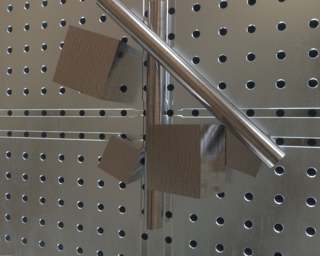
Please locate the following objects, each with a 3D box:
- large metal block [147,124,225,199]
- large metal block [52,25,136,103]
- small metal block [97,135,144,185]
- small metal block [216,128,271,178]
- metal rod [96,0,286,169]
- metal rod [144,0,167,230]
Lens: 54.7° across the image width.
[{"bbox_3d":[0.030,0.036,0.374,0.080,0.050,0.080,0,90,42],"label":"large metal block"},{"bbox_3d":[-0.091,-0.088,0.431,0.080,0.050,0.080,21,97,18],"label":"large metal block"},{"bbox_3d":[-0.051,0.043,0.431,0.050,0.025,0.050,27,99,18],"label":"small metal block"},{"bbox_3d":[0.101,0.026,0.377,0.050,0.025,0.050,21,97,18],"label":"small metal block"},{"bbox_3d":[0.027,-0.068,0.375,0.300,0.025,0.025,46,104,14],"label":"metal rod"},{"bbox_3d":[-0.007,-0.016,0.414,0.025,0.025,0.298,1,90,20],"label":"metal rod"}]
